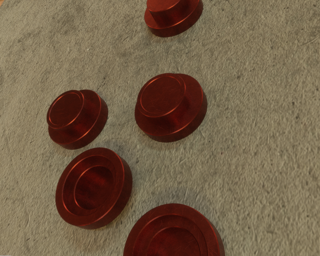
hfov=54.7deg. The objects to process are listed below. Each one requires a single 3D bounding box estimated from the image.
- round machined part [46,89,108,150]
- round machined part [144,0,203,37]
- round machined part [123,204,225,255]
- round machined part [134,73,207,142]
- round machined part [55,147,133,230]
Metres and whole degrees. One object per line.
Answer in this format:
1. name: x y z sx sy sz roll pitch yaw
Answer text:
1. round machined part: -0.133 -0.020 0.475 0.098 0.042 0.098 -13 56 21
2. round machined part: 0.017 -0.200 0.507 0.098 0.042 0.098 -13 56 21
3. round machined part: 0.016 0.128 0.306 0.098 0.042 0.098 -13 56 21
4. round machined part: 0.009 -0.033 0.409 0.098 0.042 0.098 -13 56 21
5. round machined part: -0.077 0.077 0.386 0.098 0.042 0.098 -13 56 21
